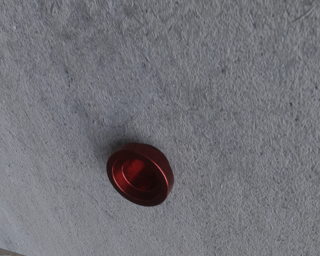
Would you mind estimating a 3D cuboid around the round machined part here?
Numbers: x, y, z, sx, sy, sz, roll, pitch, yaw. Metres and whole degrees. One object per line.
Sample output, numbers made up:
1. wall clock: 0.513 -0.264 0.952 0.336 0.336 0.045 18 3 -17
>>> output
1. round machined part: -0.025 0.062 0.448 0.098 0.042 0.097 13 124 21
